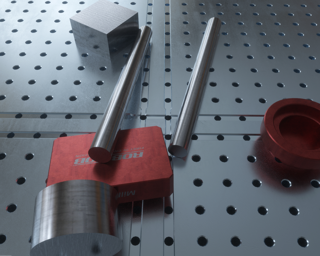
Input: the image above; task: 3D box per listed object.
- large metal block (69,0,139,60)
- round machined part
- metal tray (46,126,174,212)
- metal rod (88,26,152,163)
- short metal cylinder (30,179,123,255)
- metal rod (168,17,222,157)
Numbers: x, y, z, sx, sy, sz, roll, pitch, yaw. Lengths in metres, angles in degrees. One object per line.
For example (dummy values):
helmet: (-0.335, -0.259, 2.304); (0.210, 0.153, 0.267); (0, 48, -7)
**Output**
large metal block: (-0.093, -0.172, 0.535); (0.080, 0.050, 0.080); (28, 55, 21)
round machined part: (0.176, 0.011, 0.390); (0.099, 0.042, 0.098); (0, 50, 0)
metal tray: (-0.056, 0.043, 0.356); (0.131, 0.030, 0.090); (-7, 39, -6)
metal rod: (-0.045, -0.071, 0.440); (0.025, 0.025, 0.300); (6, 42, 4)
short metal cylinder: (-0.078, 0.091, 0.294); (0.081, 0.080, 0.050); (-7, 51, -6)
metal rod: (0.061, -0.082, 0.477); (0.025, 0.025, 0.300); (12, 51, 9)
